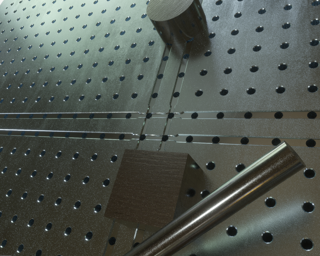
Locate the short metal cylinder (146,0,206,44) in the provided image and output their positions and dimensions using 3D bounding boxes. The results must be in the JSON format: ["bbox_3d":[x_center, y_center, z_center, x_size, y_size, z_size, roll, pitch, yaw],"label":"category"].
[{"bbox_3d":[0.026,-0.180,0.488,0.080,0.050,0.080,-13,56,20],"label":"short metal cylinder"}]

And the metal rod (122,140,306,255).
[{"bbox_3d":[-0.003,0.112,0.288,0.299,0.025,0.025,-41,50,20],"label":"metal rod"}]

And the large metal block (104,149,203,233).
[{"bbox_3d":[-0.005,0.072,0.349,0.080,0.050,0.080,2,62,28],"label":"large metal block"}]
